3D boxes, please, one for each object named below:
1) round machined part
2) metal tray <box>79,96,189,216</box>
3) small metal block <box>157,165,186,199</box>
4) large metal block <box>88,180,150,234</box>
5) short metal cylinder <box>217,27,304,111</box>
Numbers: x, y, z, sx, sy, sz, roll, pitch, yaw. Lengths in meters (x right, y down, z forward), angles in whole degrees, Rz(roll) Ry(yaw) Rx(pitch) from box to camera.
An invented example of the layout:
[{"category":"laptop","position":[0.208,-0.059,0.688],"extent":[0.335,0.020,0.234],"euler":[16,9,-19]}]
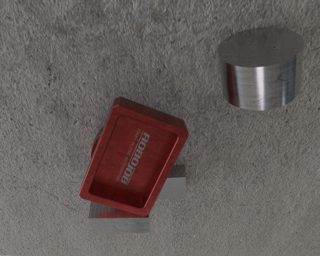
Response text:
[{"category":"round machined part","position":[-0.043,0.040,0.413],"extent":[0.099,0.042,0.097],"euler":[-2,114,-3]},{"category":"metal tray","position":[-0.033,0.038,0.373],"extent":[0.091,0.030,0.129],"euler":[20,111,-12]},{"category":"small metal block","position":[0.014,0.084,0.479],"extent":[0.050,0.025,0.050],"euler":[-3,130,2]},{"category":"large metal block","position":[-0.055,0.107,0.457],"extent":[0.080,0.080,0.050],"euler":[-1,138,0]},{"category":"short metal cylinder","position":[0.103,-0.062,0.319],"extent":[0.080,0.080,0.050],"euler":[-10,130,8]}]
